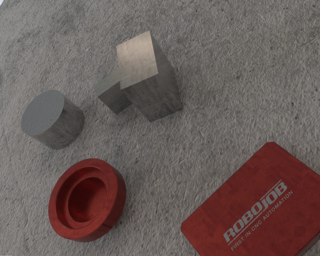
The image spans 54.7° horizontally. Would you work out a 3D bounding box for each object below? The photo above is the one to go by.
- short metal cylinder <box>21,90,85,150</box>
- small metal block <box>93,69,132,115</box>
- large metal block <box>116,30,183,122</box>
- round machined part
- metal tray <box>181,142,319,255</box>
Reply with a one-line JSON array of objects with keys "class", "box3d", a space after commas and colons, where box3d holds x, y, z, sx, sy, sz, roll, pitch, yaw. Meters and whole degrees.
[{"class": "short metal cylinder", "box3d": [-0.166, -0.013, 0.482, 0.080, 0.050, 0.080, -13, 56, 21]}, {"class": "small metal block", "box3d": [-0.060, -0.054, 0.453, 0.050, 0.050, 0.025, -35, 51, 5]}, {"class": "large metal block", "box3d": [-0.014, -0.068, 0.417, 0.050, 0.080, 0.080, -21, 54, 16]}, {"class": "round machined part", "box3d": [-0.084, 0.090, 0.382, 0.098, 0.042, 0.098, -13, 56, 21]}, {"class": "metal tray", "box3d": [0.096, 0.087, 0.297, 0.130, 0.030, 0.090, -43, 51, -2]}]
